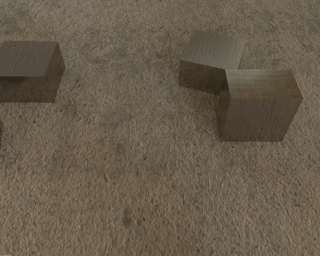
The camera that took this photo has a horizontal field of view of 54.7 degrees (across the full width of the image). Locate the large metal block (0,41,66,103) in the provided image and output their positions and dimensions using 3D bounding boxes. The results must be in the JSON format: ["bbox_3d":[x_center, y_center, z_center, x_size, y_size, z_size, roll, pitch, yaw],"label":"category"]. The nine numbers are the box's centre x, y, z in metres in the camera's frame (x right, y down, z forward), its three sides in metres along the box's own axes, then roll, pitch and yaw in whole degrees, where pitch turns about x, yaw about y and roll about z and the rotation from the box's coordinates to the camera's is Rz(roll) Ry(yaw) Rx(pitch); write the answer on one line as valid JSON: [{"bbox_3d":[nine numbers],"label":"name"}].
[{"bbox_3d":[-0.194,-0.083,0.455,0.080,0.050,0.080,1,50,0],"label":"large metal block"}]

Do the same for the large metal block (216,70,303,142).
[{"bbox_3d":[0.119,-0.026,0.390,0.081,0.080,0.050,0,50,0],"label":"large metal block"}]

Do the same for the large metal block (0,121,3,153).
[{"bbox_3d":[-0.244,0.016,0.372,0.081,0.050,0.080,-11,51,-9],"label":"large metal block"}]

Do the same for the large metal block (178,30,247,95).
[{"bbox_3d":[0.080,-0.099,0.471,0.080,0.050,0.080,15,52,12],"label":"large metal block"}]
